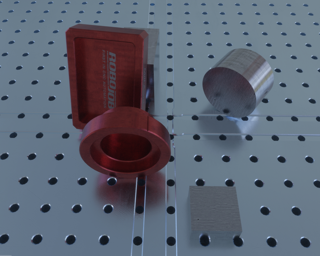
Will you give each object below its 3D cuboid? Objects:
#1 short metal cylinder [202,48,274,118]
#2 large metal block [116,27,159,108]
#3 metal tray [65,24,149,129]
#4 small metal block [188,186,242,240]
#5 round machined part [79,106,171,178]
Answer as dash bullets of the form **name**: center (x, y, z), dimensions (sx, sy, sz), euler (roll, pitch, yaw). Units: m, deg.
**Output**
- **short metal cylinder**: center (0.106, -0.061, 0.424), dimensions (0.080, 0.080, 0.050), euler (31, 57, 23)
- **large metal block**: center (-0.029, -0.086, 0.444), dimensions (0.050, 0.080, 0.080), euler (4, 50, 3)
- **metal tray**: center (-0.064, -0.057, 0.385), dimensions (0.090, 0.129, 0.030), euler (7, 28, 6)
- **small metal block**: center (0.057, 0.091, 0.332), dimensions (0.050, 0.025, 0.050), euler (1, 50, 1)
- **round machined part**: center (-0.037, 0.013, 0.349), dimensions (0.099, 0.097, 0.042), euler (0, 50, 0)
